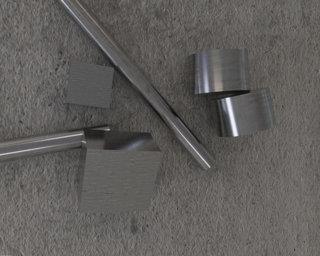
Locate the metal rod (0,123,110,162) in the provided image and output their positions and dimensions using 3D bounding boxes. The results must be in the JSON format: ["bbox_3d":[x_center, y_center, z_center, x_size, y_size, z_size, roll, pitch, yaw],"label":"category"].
[{"bbox_3d":[-0.204,0.030,0.333,0.302,0.025,0.025,-10,94,-20],"label":"metal rod"}]

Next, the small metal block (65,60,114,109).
[{"bbox_3d":[-0.086,-0.051,0.377,0.050,0.025,0.050,7,88,-20],"label":"small metal block"}]

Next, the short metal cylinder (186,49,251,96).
[{"bbox_3d":[0.076,-0.070,0.408,0.081,0.080,0.050,-5,92,-20],"label":"short metal cylinder"}]

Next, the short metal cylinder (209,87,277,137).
[{"bbox_3d":[0.112,-0.022,0.421,0.081,0.080,0.050,-15,96,-19],"label":"short metal cylinder"}]

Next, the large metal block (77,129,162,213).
[{"bbox_3d":[-0.051,0.050,0.362,0.081,0.050,0.079,4,113,-20],"label":"large metal block"}]

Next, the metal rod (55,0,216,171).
[{"bbox_3d":[-0.028,-0.059,0.398,0.025,0.025,0.300,-45,104,-15],"label":"metal rod"}]
